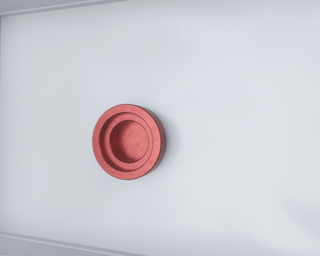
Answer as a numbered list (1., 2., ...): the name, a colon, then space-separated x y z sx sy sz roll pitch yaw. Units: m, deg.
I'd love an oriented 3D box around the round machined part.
1. round machined part: -0.037 0.018 0.415 0.098 0.042 0.097 0 90 20
